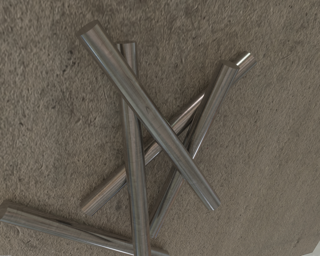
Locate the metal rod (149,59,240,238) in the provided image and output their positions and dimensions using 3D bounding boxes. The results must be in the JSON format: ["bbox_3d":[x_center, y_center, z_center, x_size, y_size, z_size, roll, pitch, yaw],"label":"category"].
[{"bbox_3d":[0.033,0.047,0.430,0.025,0.025,0.298,3,124,-30],"label":"metal rod"}]

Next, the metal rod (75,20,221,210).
[{"bbox_3d":[0.005,0.009,0.365,0.025,0.025,0.300,-38,125,-3],"label":"metal rod"}]

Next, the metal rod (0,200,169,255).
[{"bbox_3d":[-0.089,0.164,0.458,0.025,0.025,0.301,-50,129,7],"label":"metal rod"}]

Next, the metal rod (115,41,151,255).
[{"bbox_3d":[-0.031,0.046,0.388,0.025,0.025,0.298,-12,115,-22],"label":"metal rod"}]

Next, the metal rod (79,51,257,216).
[{"bbox_3d":[0.010,0.008,0.417,0.300,0.025,0.025,-43,129,1],"label":"metal rod"}]
